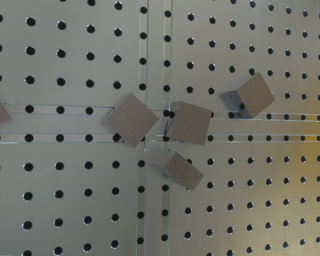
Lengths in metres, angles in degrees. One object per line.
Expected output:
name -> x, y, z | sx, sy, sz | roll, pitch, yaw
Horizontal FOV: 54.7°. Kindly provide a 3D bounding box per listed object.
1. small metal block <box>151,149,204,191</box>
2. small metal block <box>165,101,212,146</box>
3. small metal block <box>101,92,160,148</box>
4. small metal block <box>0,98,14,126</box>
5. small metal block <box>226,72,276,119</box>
small metal block -> 0.022, 0.054, 0.409 | 0.050, 0.050, 0.025 | 41, 77, -16
small metal block -> 0.039, -0.006, 0.428 | 0.050, 0.025, 0.050 | 15, 85, -20
small metal block -> -0.038, -0.010, 0.399 | 0.050, 0.025, 0.050 | 43, 76, -15
small metal block -> -0.200, -0.019, 0.339 | 0.050, 0.025, 0.050 | -33, 101, -17
small metal block -> 0.137, -0.048, 0.465 | 0.050, 0.025, 0.050 | -37, 102, -16
